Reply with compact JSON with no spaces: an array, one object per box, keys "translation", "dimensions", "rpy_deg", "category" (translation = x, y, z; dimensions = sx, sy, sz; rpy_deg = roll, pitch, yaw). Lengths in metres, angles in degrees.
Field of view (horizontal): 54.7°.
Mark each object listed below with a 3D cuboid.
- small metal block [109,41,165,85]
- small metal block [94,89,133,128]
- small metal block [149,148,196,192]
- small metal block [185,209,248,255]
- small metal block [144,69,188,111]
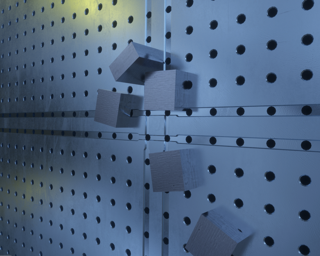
[{"translation":[-0.031,-0.085,0.417],"dimensions":[0.050,0.050,0.025],"rpy_deg":[-39,67,33],"category":"small metal block"},{"translation":[-0.070,-0.030,0.465],"dimensions":[0.050,0.025,0.050],"rpy_deg":[16,100,38],"category":"small metal block"},{"translation":[0.015,0.054,0.395],"dimensions":[0.050,0.025,0.050],"rpy_deg":[-11,83,39],"category":"small metal block"},{"translation":[0.064,0.131,0.356],"dimensions":[0.050,0.025,0.050],"rpy_deg":[34,111,34],"category":"small metal block"},{"translation":[0.007,-0.048,0.402],"dimensions":[0.050,0.025,0.050],"rpy_deg":[4,92,39],"category":"small metal block"}]
